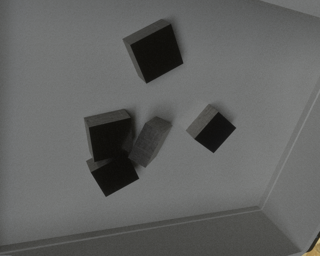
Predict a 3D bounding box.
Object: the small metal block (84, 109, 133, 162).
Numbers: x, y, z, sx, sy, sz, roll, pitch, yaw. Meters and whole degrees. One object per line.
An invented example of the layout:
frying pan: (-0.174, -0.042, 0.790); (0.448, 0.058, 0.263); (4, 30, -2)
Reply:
small metal block: (-0.062, 0.009, 0.380); (0.050, 0.025, 0.050); (-14, 124, -21)

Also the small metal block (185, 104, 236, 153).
small metal block: (0.074, 0.002, 0.450); (0.050, 0.025, 0.050); (-50, 129, 7)

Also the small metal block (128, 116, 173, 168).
small metal block: (-0.011, 0.016, 0.394); (0.025, 0.050, 0.050); (30, 107, 7)

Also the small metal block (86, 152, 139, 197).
small metal block: (-0.062, 0.056, 0.409); (0.050, 0.025, 0.050); (-28, 128, -11)

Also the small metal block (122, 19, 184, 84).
small metal block: (-0.007, -0.087, 0.351); (0.050, 0.025, 0.050); (-30, 129, -9)
